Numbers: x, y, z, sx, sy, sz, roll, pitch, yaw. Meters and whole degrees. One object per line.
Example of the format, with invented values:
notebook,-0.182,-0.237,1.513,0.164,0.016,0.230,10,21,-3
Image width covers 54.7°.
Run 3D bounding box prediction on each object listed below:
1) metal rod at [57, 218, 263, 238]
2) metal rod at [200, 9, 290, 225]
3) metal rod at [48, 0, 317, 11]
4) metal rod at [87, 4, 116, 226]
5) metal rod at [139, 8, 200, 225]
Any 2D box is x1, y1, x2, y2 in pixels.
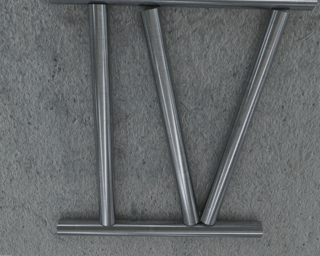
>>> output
metal rod,0.001,0.151,0.466,0.302,0.025,0.025,1,110,-1
metal rod,0.105,0.000,0.412,0.025,0.025,0.298,12,109,-5
metal rod,0.026,-0.152,0.355,0.302,0.025,0.025,1,110,-1
metal rod,-0.074,-0.003,0.408,0.025,0.025,0.298,1,110,-1
metal rod,0.017,0.000,0.410,0.025,0.025,0.298,-11,110,3
